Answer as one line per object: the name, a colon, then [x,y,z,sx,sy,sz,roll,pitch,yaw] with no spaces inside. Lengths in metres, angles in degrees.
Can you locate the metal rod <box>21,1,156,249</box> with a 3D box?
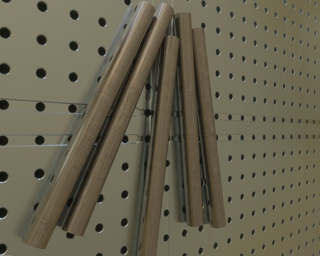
metal rod: [-0.071,-0.019,0.348,0.025,0.025,0.300,34,69,-35]

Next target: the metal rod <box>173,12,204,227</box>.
metal rod: [0.041,-0.009,0.442,0.025,0.025,0.298,-7,94,-40]

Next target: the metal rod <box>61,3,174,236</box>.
metal rod: [-0.043,-0.024,0.372,0.025,0.025,0.300,32,70,-35]

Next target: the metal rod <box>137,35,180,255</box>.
metal rod: [-0.002,0.027,0.406,0.025,0.025,0.299,11,83,-40]

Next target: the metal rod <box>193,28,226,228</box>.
metal rod: [0.071,0.004,0.467,0.025,0.025,0.298,-13,98,-39]
